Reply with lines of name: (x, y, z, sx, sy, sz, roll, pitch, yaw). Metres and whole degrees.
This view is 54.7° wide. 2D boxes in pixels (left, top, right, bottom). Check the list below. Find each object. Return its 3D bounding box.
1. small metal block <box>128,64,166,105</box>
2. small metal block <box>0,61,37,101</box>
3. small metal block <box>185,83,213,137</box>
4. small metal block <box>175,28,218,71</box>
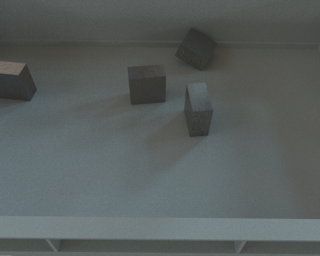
small metal block: (-0.018, -0.061, 0.440, 0.050, 0.050, 0.025, -5, 51, -5)
small metal block: (-0.212, -0.067, 0.442, 0.050, 0.050, 0.025, 6, 51, 4)
small metal block: (0.050, -0.024, 0.410, 0.025, 0.050, 0.050, -4, 50, -4)
small metal block: (0.059, -0.128, 0.503, 0.050, 0.025, 0.050, 30, 54, -1)
